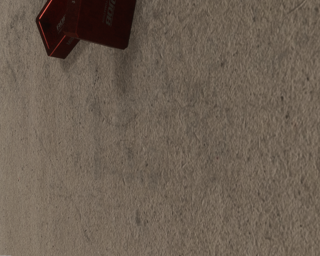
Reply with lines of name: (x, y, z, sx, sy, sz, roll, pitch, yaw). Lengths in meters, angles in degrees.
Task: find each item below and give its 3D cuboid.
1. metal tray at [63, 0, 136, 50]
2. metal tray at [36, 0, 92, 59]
metal tray: (-0.076, -0.181, 0.422, 0.030, 0.091, 0.129, 20, 102, 38)
metal tray: (-0.159, -0.193, 0.529, 0.130, 0.030, 0.090, -37, 67, 33)
